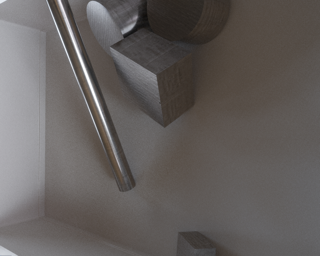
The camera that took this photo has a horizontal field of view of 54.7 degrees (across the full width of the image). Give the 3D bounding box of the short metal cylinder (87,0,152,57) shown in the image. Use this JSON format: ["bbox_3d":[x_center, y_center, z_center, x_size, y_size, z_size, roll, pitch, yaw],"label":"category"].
[{"bbox_3d":[-0.050,-0.136,0.404,0.080,0.050,0.080,41,155,25],"label":"short metal cylinder"}]

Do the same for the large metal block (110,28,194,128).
[{"bbox_3d":[-0.007,-0.060,0.369,0.080,0.050,0.080,37,152,33],"label":"large metal block"}]

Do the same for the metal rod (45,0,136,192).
[{"bbox_3d":[-0.090,-0.051,0.401,0.025,0.025,0.298,-3,113,40],"label":"metal rod"}]

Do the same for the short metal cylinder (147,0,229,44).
[{"bbox_3d":[0.031,-0.139,0.357,0.080,0.050,0.079,8,102,41],"label":"short metal cylinder"}]

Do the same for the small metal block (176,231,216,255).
[{"bbox_3d":[0.040,0.153,0.357,0.050,0.025,0.050,-172,86,-72],"label":"small metal block"}]
